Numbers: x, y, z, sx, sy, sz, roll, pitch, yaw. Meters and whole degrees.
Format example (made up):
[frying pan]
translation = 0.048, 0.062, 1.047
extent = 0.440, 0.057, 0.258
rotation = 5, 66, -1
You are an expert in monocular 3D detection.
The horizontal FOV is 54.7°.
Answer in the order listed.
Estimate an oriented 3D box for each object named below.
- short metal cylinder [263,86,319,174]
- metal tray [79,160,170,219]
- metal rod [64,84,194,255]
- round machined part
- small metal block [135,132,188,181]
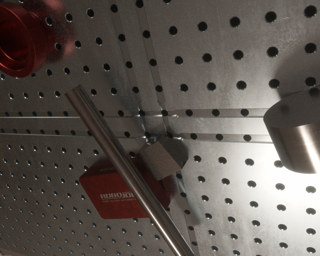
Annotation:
[short metal cylinder]
translation = 0.148, 0.000, 0.297
extent = 0.080, 0.080, 0.050
rotation = -17, 110, 34
[metal tray]
translation = -0.059, 0.102, 0.500
extent = 0.130, 0.030, 0.090
rotation = -13, 112, 33
[metal rod]
translation = -0.036, 0.073, 0.434
extent = 0.025, 0.025, 0.299
rotation = -22, 107, 36
[round machined part]
translation = -0.195, -0.122, 0.425
extent = 0.098, 0.042, 0.097
rotation = 13, 124, 20
[small metal block]
translation = 0.002, 0.041, 0.434
extent = 0.050, 0.025, 0.050
rotation = -33, 100, 38
